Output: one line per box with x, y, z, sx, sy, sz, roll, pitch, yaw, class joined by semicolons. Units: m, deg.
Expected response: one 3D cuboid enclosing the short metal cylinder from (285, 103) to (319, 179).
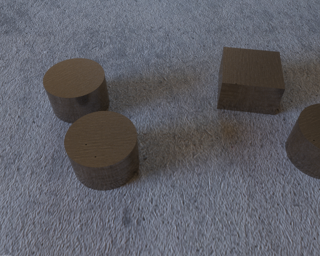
0.201;0.016;0.375;0.081;0.050;0.080;0;50;0;short metal cylinder

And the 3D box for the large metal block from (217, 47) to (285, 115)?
0.127;-0.069;0.446;0.080;0.050;0.080;7;50;5;large metal block

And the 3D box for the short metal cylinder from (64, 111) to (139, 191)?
-0.066;0.026;0.364;0.081;0.050;0.080;0;50;0;short metal cylinder

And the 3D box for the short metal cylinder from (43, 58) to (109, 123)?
-0.114;-0.052;0.430;0.081;0.050;0.080;0;50;0;short metal cylinder
